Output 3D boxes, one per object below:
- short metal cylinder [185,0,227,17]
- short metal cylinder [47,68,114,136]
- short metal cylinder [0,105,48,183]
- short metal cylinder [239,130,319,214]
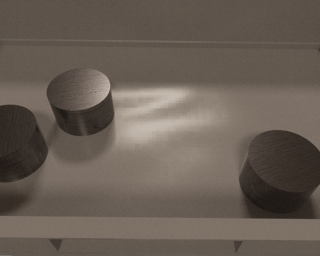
[{"bbox_3d":[0.093,-0.264,0.595,0.080,0.080,0.050,22,53,17],"label":"short metal cylinder"},{"bbox_3d":[-0.105,-0.036,0.417,0.081,0.050,0.080,0,50,0],"label":"short metal cylinder"},{"bbox_3d":[-0.183,0.018,0.371,0.081,0.050,0.080,0,50,0],"label":"short metal cylinder"},{"bbox_3d":[0.135,0.049,0.350,0.081,0.050,0.080,0,50,0],"label":"short metal cylinder"}]
